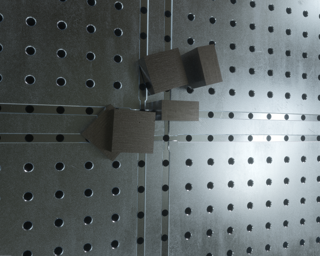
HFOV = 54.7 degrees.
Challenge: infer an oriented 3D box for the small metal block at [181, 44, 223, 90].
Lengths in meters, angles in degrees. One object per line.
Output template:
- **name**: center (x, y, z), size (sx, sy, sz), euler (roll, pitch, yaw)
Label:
- **small metal block**: center (0.056, -0.082, 0.421), size (0.025, 0.050, 0.050), euler (-16, 96, -20)

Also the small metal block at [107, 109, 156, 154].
- **small metal block**: center (-0.035, 0.004, 0.374), size (0.050, 0.025, 0.050), euler (4, 89, -21)

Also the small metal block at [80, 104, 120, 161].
- **small metal block**: center (-0.063, 0.006, 0.390), size (0.050, 0.025, 0.050), euler (45, 76, -15)

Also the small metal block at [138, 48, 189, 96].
- **small metal block**: center (0.005, -0.075, 0.415), size (0.050, 0.025, 0.050), euler (-19, 97, -19)

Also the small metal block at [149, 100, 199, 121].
- **small metal block**: center (0.017, -0.022, 0.407), size (0.050, 0.050, 0.025), euler (1, 90, -20)
